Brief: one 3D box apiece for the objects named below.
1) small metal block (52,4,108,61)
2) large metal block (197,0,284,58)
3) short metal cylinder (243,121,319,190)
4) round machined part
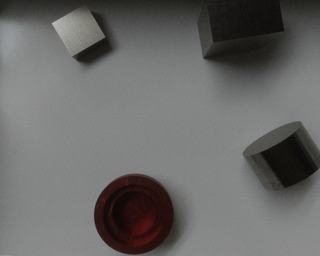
[{"bbox_3d":[-0.104,-0.126,0.410,0.050,0.025,0.050,-31,90,-1],"label":"small metal block"},{"bbox_3d":[0.095,-0.126,0.385,0.081,0.080,0.050,-9,90,0],"label":"large metal block"},{"bbox_3d":[0.152,0.034,0.386,0.080,0.080,0.050,-33,90,0],"label":"short metal cylinder"},{"bbox_3d":[-0.032,0.108,0.403,0.099,0.042,0.097,0,90,-1],"label":"round machined part"}]
